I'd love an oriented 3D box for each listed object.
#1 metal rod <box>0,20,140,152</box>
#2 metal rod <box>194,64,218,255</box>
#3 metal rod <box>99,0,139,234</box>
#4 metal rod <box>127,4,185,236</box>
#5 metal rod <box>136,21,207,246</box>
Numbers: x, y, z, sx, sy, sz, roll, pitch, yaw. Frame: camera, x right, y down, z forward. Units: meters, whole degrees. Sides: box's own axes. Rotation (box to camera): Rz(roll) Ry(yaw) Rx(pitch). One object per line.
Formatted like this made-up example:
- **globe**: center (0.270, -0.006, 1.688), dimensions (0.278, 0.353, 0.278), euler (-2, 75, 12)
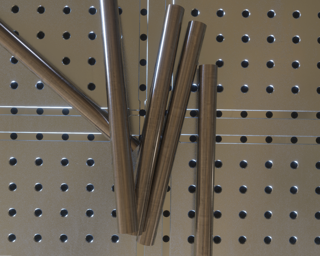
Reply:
- **metal rod**: center (-0.147, -0.070, 0.411), dimensions (0.300, 0.025, 0.025), euler (41, 90, -1)
- **metal rod**: center (0.060, 0.066, 0.414), dimensions (0.025, 0.025, 0.298), euler (2, 90, -1)
- **metal rod**: center (-0.053, -0.023, 0.391), dimensions (0.025, 0.025, 0.298), euler (-6, 82, -1)
- **metal rod**: center (-0.007, -0.013, 0.404), dimensions (0.025, 0.025, 0.298), euler (11, 86, -1)
- **metal rod**: center (0.015, 0.007, 0.413), dimensions (0.025, 0.025, 0.298), euler (14, 90, -1)
